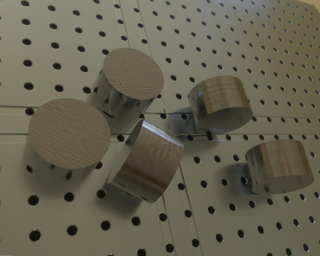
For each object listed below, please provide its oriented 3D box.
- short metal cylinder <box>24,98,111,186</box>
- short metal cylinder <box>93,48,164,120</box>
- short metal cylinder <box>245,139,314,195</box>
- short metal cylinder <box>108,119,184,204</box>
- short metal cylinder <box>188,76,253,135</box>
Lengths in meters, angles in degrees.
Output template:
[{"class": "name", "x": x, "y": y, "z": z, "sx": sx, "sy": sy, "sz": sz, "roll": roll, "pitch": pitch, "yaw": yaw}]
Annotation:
[{"class": "short metal cylinder", "x": -0.099, "y": 0.015, "z": 0.330, "sx": 0.081, "sy": 0.050, "sz": 0.080, "roll": 14, "pitch": 56, "yaw": -21}, {"class": "short metal cylinder", "x": -0.042, "y": -0.058, "z": 0.406, "sx": 0.081, "sy": 0.050, "sz": 0.080, "roll": 14, "pitch": 56, "yaw": -21}, {"class": "short metal cylinder", "x": 0.163, "y": 0.056, "z": 0.429, "sx": 0.081, "sy": 0.080, "sz": 0.050, "roll": 10, "pitch": 58, "yaw": -24}, {"class": "short metal cylinder", "x": -0.016, "y": 0.036, "z": 0.343, "sx": 0.050, "sy": 0.080, "sz": 0.080, "roll": 29, "pitch": 52, "yaw": -11}, {"class": "short metal cylinder", "x": 0.084, "y": -0.030, "z": 0.439, "sx": 0.081, "sy": 0.080, "sz": 0.050, "roll": 3, "pitch": 61, "yaw": -27}]
